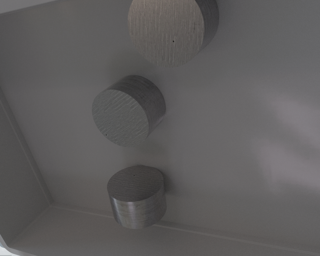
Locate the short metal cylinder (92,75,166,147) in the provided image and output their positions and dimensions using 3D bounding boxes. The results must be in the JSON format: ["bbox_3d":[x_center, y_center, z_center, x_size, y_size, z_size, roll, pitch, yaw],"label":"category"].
[{"bbox_3d":[-0.039,-0.022,0.400,0.080,0.050,0.079,13,124,21],"label":"short metal cylinder"}]

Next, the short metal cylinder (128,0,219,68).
[{"bbox_3d":[0.015,-0.108,0.318,0.080,0.050,0.079,13,124,21],"label":"short metal cylinder"}]

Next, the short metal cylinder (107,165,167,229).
[{"bbox_3d":[-0.032,0.099,0.451,0.080,0.080,0.050,8,122,24],"label":"short metal cylinder"}]
